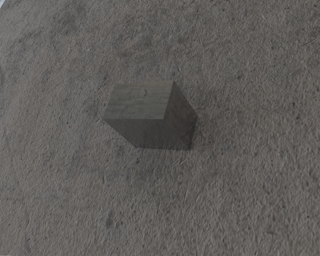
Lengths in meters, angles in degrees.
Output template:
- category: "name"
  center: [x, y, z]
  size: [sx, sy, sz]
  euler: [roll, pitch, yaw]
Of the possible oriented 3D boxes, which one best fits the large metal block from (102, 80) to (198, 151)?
- category: "large metal block"
  center: [-0.009, -0.013, 0.382]
  size: [0.080, 0.080, 0.050]
  euler: [1, 62, 29]
